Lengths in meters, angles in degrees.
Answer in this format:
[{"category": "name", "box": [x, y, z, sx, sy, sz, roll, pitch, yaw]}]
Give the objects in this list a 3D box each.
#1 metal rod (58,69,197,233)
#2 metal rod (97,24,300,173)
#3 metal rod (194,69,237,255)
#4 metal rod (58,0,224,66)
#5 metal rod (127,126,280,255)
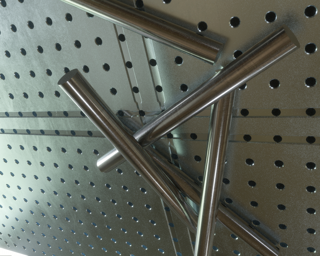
[{"category": "metal rod", "box": [-0.018, 0.049, 0.393, 0.025, 0.025, 0.300, -12, 130, 33]}, {"category": "metal rod", "box": [0.016, -0.013, 0.359, 0.299, 0.025, 0.025, -34, 99, 38]}, {"category": "metal rod", "box": [0.066, 0.075, 0.396, 0.025, 0.025, 0.298, 13, 116, 21]}, {"category": "metal rod", "box": [-0.071, -0.142, 0.358, 0.301, 0.025, 0.025, 26, 127, 11]}, {"category": "metal rod", "box": [0.042, 0.085, 0.440, 0.300, 0.025, 0.025, 39, 129, 1]}]
